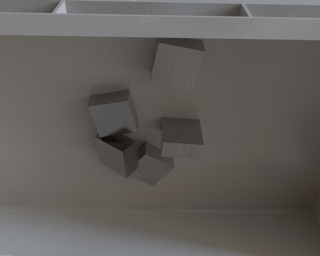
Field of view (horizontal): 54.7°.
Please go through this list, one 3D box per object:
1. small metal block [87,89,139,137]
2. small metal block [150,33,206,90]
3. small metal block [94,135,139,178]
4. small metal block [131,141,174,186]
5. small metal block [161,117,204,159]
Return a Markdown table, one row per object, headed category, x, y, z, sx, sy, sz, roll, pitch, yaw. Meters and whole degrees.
| category | x | y | z | sx | sy | sz | roll | pitch | yaw |
| --- | --- | --- | --- | --- | --- | --- | --- | --- | --- |
| small metal block | -0.058 | -0.018 | 0.393 | 0.050 | 0.025 | 0.050 | -8 | 130 | 6 |
| small metal block | 0.018 | -0.074 | 0.347 | 0.050 | 0.025 | 0.050 | 9 | 130 | -8 |
| small metal block | -0.058 | 0.033 | 0.420 | 0.050 | 0.025 | 0.050 | 25 | 137 | 28 |
| small metal block | -0.015 | 0.054 | 0.454 | 0.050 | 0.025 | 0.050 | 30 | 124 | -25 |
| small metal block | 0.027 | 0.012 | 0.404 | 0.050 | 0.050 | 0.025 | 4 | 130 | -4 |
